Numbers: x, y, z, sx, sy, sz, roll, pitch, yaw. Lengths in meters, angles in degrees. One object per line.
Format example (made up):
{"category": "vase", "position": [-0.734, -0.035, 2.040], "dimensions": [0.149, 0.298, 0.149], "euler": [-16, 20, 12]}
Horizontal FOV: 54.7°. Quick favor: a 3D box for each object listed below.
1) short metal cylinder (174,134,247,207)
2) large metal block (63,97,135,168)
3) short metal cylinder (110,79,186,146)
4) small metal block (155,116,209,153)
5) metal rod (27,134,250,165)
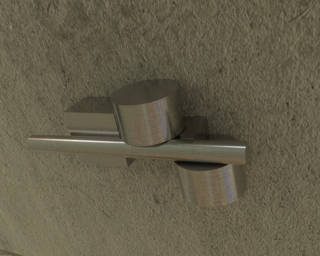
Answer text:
{"category": "short metal cylinder", "position": [0.060, 0.048, 0.369], "dimensions": [0.080, 0.080, 0.050], "euler": [0, 118, 28]}
{"category": "large metal block", "position": [-0.075, 0.004, 0.428], "dimensions": [0.080, 0.050, 0.079], "euler": [3, 120, 26]}
{"category": "short metal cylinder", "position": [-0.013, -0.021, 0.367], "dimensions": [0.080, 0.080, 0.050], "euler": [2, 120, 27]}
{"category": "small metal block", "position": [0.028, 0.008, 0.380], "dimensions": [0.050, 0.050, 0.025], "euler": [1, 119, 27]}
{"category": "metal rod", "position": [-0.046, 0.024, 0.380], "dimensions": [0.301, 0.025, 0.025], "euler": [1, 119, 26]}
